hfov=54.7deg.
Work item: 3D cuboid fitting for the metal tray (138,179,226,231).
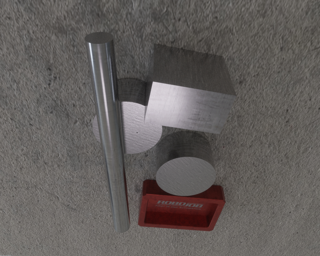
[{"bbox_3d":[0.033,0.131,0.515,0.131,0.030,0.089,6,130,-5],"label":"metal tray"}]

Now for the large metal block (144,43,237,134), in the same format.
[{"bbox_3d":[0.028,-0.044,0.334,0.081,0.080,0.050,9,130,-8],"label":"large metal block"}]

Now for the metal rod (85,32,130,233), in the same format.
[{"bbox_3d":[-0.055,0.034,0.369,0.025,0.025,0.298,0,131,-1],"label":"metal rod"}]

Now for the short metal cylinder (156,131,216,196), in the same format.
[{"bbox_3d":[0.035,0.050,0.434,0.081,0.050,0.079,0,130,0],"label":"short metal cylinder"}]

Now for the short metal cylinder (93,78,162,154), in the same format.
[{"bbox_3d":[-0.038,-0.014,0.378,0.081,0.050,0.079,0,130,0],"label":"short metal cylinder"}]
